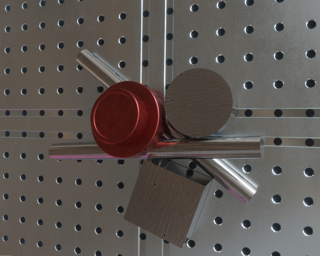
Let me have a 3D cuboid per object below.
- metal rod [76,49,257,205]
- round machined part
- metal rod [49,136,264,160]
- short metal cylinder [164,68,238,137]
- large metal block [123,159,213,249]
[{"bbox_3d":[-0.001,-0.011,0.412,0.300,0.025,0.025,40,103,15],"label":"metal rod"},{"bbox_3d":[-0.046,-0.012,0.383,0.098,0.042,0.097,-4,79,25],"label":"round machined part"},{"bbox_3d":[-0.024,0.028,0.400,0.300,0.025,0.025,-3,89,26],"label":"metal rod"},{"bbox_3d":[0.051,-0.029,0.380,0.080,0.050,0.079,0,90,19],"label":"short metal cylinder"},{"bbox_3d":[0.011,0.089,0.392,0.080,0.050,0.080,21,97,18],"label":"large metal block"}]
